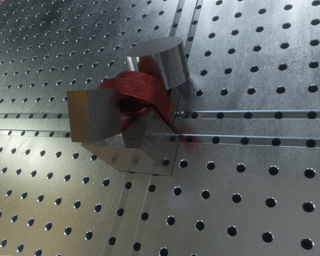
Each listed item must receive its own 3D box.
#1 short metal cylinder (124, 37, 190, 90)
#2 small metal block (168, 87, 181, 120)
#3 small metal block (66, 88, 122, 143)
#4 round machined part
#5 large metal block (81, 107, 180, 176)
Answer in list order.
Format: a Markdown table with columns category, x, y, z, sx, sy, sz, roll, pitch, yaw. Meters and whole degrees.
| category | x | y | z | sx | sy | sz | roll | pitch | yaw |
| --- | --- | --- | --- | --- | --- | --- | --- | --- | --- |
| short metal cylinder | -0.003 | -0.088 | 0.425 | 0.080 | 0.050 | 0.080 | -12 | 28 | 7 |
| small metal block | -0.004 | -0.034 | 0.429 | 0.050 | 0.025 | 0.050 | 1 | 62 | 28 |
| small metal block | -0.066 | -0.015 | 0.318 | 0.025 | 0.050 | 0.050 | 2 | 101 | 28 |
| round machined part | -0.029 | -0.034 | 0.382 | 0.098 | 0.098 | 0.042 | 1 | 62 | 28 |
| large metal block | -0.033 | 0.017 | 0.377 | 0.080 | 0.080 | 0.050 | 1 | 62 | 28 |
